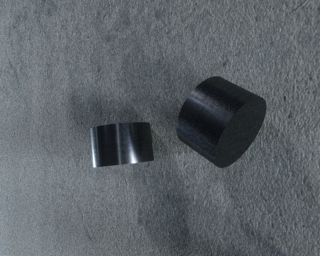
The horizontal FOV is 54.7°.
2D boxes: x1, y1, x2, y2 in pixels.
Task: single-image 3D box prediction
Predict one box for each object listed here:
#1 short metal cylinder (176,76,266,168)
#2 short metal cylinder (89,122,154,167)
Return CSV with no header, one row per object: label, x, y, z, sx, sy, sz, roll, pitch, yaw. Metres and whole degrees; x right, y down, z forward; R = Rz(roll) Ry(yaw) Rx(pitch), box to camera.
short metal cylinder,0.063,-0.006,0.317,0.050,0.081,0.079,36,112,34
short metal cylinder,-0.050,0.023,0.411,0.080,0.081,0.050,-10,84,39
